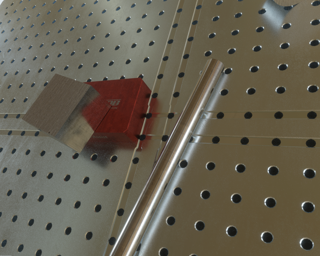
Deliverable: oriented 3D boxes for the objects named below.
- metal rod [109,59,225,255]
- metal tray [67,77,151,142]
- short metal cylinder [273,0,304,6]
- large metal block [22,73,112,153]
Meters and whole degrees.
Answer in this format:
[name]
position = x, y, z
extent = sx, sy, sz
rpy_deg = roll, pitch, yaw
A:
[metal rod]
position = 0.009, 0.041, 0.376
extent = 0.025, 0.025, 0.300
rpy_deg = 16, 70, 34
[metal tray]
position = -0.085, -0.027, 0.464
extent = 0.130, 0.030, 0.090
rpy_deg = 0, 62, 27
[short metal cylinder]
position = 0.172, -0.212, 0.412
extent = 0.080, 0.080, 0.050
rpy_deg = -29, 52, 9
[large metal block]
position = -0.129, -0.022, 0.432
extent = 0.080, 0.050, 0.080
rpy_deg = 21, 73, 35
